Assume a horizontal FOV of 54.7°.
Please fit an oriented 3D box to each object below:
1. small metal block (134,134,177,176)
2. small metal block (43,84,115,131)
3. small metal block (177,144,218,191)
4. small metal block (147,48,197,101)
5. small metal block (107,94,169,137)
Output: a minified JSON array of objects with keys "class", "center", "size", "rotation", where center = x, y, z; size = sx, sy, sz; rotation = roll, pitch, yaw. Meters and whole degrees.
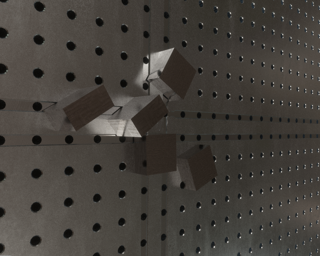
[{"class":"small metal block","center":[-0.005,0.033,0.407],"size":[0.050,0.025,0.050],"rotation":[-2,91,-40]},{"class":"small metal block","center":[-0.085,-0.021,0.323],"size":[0.050,0.050,0.025],"rotation":[-39,114,-33]},{"class":"small metal block","center":[0.055,0.057,0.458],"size":[0.050,0.025,0.050],"rotation":[-27,107,-37]},{"class":"small metal block","center":[0.017,-0.073,0.426],"size":[0.050,0.025,0.050],"rotation":[39,66,-34]},{"class":"small metal block","center":[-0.027,-0.015,0.372],"size":[0.050,0.050,0.025],"rotation":[-44,117,-31]}]
